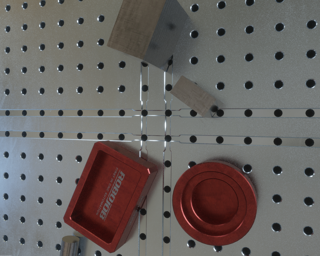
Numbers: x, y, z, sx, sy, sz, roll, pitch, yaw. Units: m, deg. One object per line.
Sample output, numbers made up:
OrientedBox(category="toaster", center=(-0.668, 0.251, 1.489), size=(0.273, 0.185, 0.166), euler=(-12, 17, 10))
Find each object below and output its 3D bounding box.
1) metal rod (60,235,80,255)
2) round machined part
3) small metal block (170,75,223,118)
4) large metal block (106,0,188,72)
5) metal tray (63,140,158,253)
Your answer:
OrientedBox(category="metal rod", center=(-0.154, 0.311, 0.465), size=(0.025, 0.025, 0.298), euler=(10, 93, 19))
OrientedBox(category="round machined part", center=(0.068, 0.088, 0.379), size=(0.098, 0.042, 0.097), euler=(0, 90, 19))
OrientedBox(category="small metal block", center=(0.046, -0.037, 0.383), size=(0.050, 0.050, 0.025), euler=(38, 102, 15))
OrientedBox(category="large metal block", center=(-0.012, -0.123, 0.387), size=(0.050, 0.080, 0.080), euler=(24, 98, 18))
OrientedBox(category="metal tray", center=(-0.071, 0.093, 0.433), size=(0.090, 0.030, 0.129), euler=(27, 98, 17))
